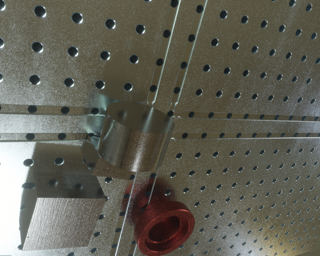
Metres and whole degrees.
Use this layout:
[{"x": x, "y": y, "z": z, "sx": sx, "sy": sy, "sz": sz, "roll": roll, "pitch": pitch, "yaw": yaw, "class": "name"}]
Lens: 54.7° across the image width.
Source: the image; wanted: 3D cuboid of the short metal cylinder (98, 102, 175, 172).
[{"x": -0.028, "y": 0.008, "z": 0.365, "sx": 0.081, "sy": 0.080, "sz": 0.050, "roll": 3, "pitch": 117, "yaw": -30, "class": "short metal cylinder"}]

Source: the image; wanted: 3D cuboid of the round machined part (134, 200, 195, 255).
[{"x": 0.003, "y": 0.155, "z": 0.498, "sx": 0.099, "sy": 0.042, "sz": 0.097, "roll": -14, "pitch": 124, "yaw": -21, "class": "round machined part"}]

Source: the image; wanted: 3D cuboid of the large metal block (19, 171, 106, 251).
[{"x": -0.125, "y": 0.104, "z": 0.391, "sx": 0.081, "sy": 0.050, "sz": 0.079, "roll": 10, "pitch": 114, "yaw": -33, "class": "large metal block"}]

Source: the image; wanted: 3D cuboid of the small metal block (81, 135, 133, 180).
[{"x": -0.063, "y": 0.036, "z": 0.383, "sx": 0.050, "sy": 0.050, "sz": 0.025, "roll": 15, "pitch": 111, "yaw": -34, "class": "small metal block"}]
